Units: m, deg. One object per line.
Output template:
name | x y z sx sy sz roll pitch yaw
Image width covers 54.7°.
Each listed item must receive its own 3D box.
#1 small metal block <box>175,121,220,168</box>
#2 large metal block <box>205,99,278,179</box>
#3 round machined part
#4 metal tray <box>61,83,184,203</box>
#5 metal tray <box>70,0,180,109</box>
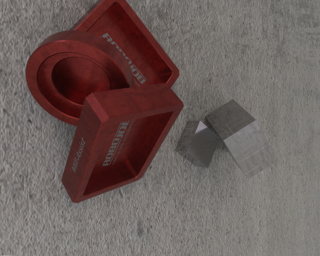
small metal block | 0.055 0.024 0.451 0.050 0.025 0.050 38 67 -33
large metal block | 0.119 0.015 0.460 0.050 0.080 0.080 -33 117 6
round machined part | -0.074 -0.050 0.304 0.098 0.098 0.042 48 31 -30
metal tray | -0.041 0.017 0.312 0.091 0.129 0.030 -14 56 -39
metal tray | -0.042 -0.079 0.365 0.130 0.030 0.090 48 62 -30
